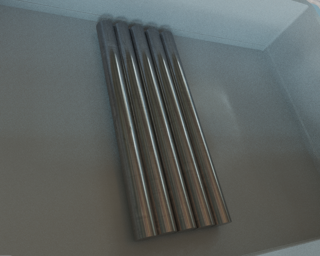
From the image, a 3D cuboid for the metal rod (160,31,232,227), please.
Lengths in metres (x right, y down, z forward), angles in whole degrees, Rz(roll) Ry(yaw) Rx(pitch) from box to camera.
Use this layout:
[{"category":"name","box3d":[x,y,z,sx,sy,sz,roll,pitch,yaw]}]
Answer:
[{"category":"metal rod","box3d":[0.042,-0.015,0.436,0.025,0.025,0.299,0,62,-28]}]

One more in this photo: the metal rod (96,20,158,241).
[{"category":"metal rod","box3d":[-0.047,-0.016,0.388,0.025,0.025,0.299,0,62,-28]}]

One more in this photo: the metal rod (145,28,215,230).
[{"category":"metal rod","box3d":[0.019,-0.016,0.424,0.025,0.025,0.299,0,62,-28]}]

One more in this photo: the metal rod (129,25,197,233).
[{"category":"metal rod","box3d":[-0.004,-0.016,0.412,0.025,0.025,0.299,0,62,-28]}]

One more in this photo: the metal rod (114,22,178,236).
[{"category":"metal rod","box3d":[-0.026,-0.017,0.400,0.025,0.025,0.299,0,62,-28]}]
